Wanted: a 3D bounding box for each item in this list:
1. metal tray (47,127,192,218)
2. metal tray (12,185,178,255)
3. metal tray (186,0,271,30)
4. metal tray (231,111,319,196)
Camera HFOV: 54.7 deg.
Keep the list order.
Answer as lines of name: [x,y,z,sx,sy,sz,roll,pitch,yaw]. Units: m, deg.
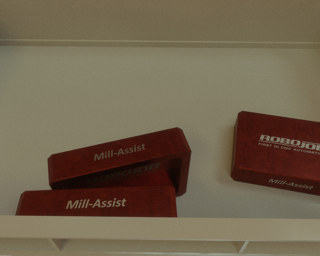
metal tray: [-0.037,0.051,0.319,0.131,0.090,0.030,-12,51,-10]
metal tray: [-0.052,0.090,0.286,0.131,0.090,0.030,-2,50,-2]
metal tray: [0.125,-0.220,0.568,0.131,0.030,0.090,-3,48,-23]
metal tray: [0.157,0.030,0.378,0.131,0.030,0.090,9,51,7]
